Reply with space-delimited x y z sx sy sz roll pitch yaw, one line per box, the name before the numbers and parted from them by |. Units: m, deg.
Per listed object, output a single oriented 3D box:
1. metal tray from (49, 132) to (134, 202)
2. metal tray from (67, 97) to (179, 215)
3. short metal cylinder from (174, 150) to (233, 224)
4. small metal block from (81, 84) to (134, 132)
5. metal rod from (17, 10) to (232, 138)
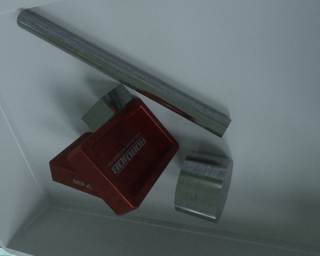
metal tray | -0.075 0.054 0.437 0.130 0.090 0.030 15 124 19
metal tray | -0.037 0.028 0.376 0.030 0.131 0.090 -35 99 38
short metal cylinder | 0.056 0.072 0.387 0.050 0.080 0.079 13 124 21
small metal block | -0.069 -0.027 0.410 0.025 0.050 0.050 48 129 -6
metal rod | -0.051 -0.072 0.389 0.301 0.025 0.025 29 128 9
